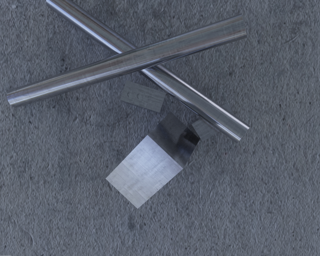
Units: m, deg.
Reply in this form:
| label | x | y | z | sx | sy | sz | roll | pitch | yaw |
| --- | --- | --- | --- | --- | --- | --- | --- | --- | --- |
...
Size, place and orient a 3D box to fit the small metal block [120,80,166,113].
| label | x | y | z | sx | sy | sz | roll | pitch | yaw |
| --- | --- | --- | --- | --- | --- | --- | --- | --- | --- |
| small metal block | -0.020 | -0.038 | 0.397 | 0.050 | 0.050 | 0.025 | 18 | 90 | -1 |

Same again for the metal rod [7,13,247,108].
| label | x | y | z | sx | sy | sz | roll | pitch | yaw |
| --- | --- | --- | --- | --- | --- | --- | --- | --- | --- |
| metal rod | -0.053 | -0.072 | 0.363 | 0.301 | 0.025 | 0.025 | -13 | 90 | 18 |

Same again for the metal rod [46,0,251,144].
| label | x | y | z | sx | sy | sz | roll | pitch | yaw |
| --- | --- | --- | --- | --- | --- | --- | --- | --- | --- |
| metal rod | -0.023 | -0.081 | 0.380 | 0.300 | 0.025 | 0.025 | 37 | 90 | 11 |

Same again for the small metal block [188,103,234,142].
| label | x | y | z | sx | sy | sz | roll | pitch | yaw |
| --- | --- | --- | --- | --- | --- | --- | --- | --- | --- |
| small metal block | 0.066 | -0.007 | 0.398 | 0.050 | 0.050 | 0.025 | -31 | 91 | -1 |

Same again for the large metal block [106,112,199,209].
| label | x | y | z | sx | sy | sz | roll | pitch | yaw |
| --- | --- | --- | --- | --- | --- | --- | --- | --- | --- |
| large metal block | -0.006 | 0.036 | 0.368 | 0.050 | 0.080 | 0.080 | 44 | 118 | 0 |
